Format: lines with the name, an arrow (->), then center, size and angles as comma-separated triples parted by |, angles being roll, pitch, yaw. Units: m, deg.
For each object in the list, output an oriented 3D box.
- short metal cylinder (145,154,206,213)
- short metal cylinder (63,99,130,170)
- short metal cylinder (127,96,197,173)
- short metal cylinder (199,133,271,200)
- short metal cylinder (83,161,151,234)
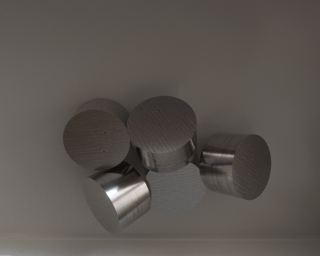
short metal cylinder -> 0.019, 0.067, 0.421 | 0.081, 0.050, 0.079 | 0, 110, -1
short metal cylinder -> -0.077, 0.007, 0.397 | 0.081, 0.050, 0.079 | 0, 110, -1
short metal cylinder -> 0.004, 0.008, 0.375 | 0.080, 0.080, 0.050 | -8, 146, 2
short metal cylinder -> 0.096, 0.047, 0.393 | 0.081, 0.050, 0.079 | -2, 93, -39
short metal cylinder -> -0.057, 0.089, 0.405 | 0.050, 0.080, 0.079 | -27, 115, -36
